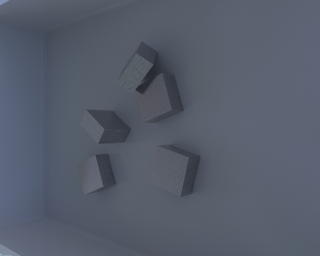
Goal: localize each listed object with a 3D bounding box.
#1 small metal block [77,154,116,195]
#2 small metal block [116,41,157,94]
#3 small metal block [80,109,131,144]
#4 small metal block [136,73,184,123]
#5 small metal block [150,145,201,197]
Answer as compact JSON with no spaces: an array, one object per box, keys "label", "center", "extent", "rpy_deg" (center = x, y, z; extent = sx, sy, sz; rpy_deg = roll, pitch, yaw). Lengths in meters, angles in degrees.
[{"label":"small metal block","center":[-0.101,0.073,0.491],"extent":[0.050,0.025,0.050],"rpy_deg":[-28,73,36]},{"label":"small metal block","center":[-0.030,-0.081,0.414],"extent":[0.050,0.025,0.050],"rpy_deg":[-50,16,28]},{"label":"small metal block","center":[-0.080,-0.002,0.457],"extent":[0.050,0.050,0.025],"rpy_deg":[42,116,31]},{"label":"small metal block","center":[-0.001,-0.038,0.408],"extent":[0.050,0.025,0.050],"rpy_deg":[-23,76,37]},{"label":"small metal block","center":[0.019,0.052,0.392],"extent":[0.050,0.025,0.050],"rpy_deg":[18,102,38]}]
